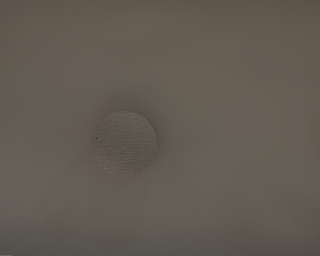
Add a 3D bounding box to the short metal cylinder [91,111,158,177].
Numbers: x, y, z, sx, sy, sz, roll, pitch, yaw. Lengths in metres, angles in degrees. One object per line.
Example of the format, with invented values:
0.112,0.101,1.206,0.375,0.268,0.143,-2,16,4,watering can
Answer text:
-0.043,0.019,0.399,0.080,0.050,0.080,0,90,0,short metal cylinder
